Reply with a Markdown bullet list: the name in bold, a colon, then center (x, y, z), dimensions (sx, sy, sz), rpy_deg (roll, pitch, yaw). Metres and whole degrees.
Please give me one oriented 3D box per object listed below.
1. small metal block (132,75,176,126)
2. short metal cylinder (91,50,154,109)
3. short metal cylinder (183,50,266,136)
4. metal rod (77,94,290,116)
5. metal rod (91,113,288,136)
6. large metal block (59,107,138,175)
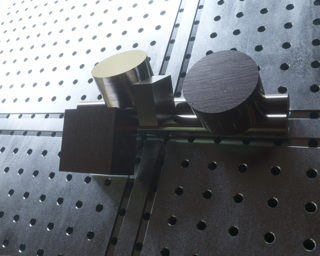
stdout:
- **small metal block**: center (-0.005, -0.034, 0.375), dimensions (0.025, 0.050, 0.050), rpy_deg (1, 20, 28)
- **short metal cylinder**: center (-0.049, -0.070, 0.438), dimensions (0.080, 0.050, 0.080), rpy_deg (-13, 33, 9)
- **short metal cylinder**: center (0.072, -0.038, 0.341), dimensions (0.080, 0.050, 0.080), rpy_deg (-13, 56, 21)
- **metal rod**: center (0.011, -0.028, 0.415), dimensions (0.300, 0.025, 0.025), rpy_deg (1, 62, 28)
- **metal rod**: center (0.005, -0.006, 0.405), dimensions (0.300, 0.025, 0.025), rpy_deg (1, 62, 28)
- **large metal block**: center (-0.078, 0.018, 0.400), dimensions (0.080, 0.050, 0.080), rpy_deg (-1, 82, 28)
